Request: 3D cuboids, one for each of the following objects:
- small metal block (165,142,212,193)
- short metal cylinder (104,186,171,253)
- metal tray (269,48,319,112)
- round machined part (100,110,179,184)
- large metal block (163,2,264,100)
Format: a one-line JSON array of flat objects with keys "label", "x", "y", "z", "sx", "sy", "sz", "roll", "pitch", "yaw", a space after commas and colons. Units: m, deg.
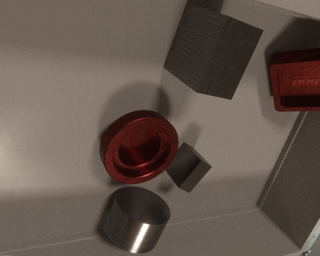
[{"label": "small metal block", "x": 0.039, "y": 0.057, "z": 0.451, "sx": 0.025, "sy": 0.050, "sz": 0.050, "roll": 33, "pitch": 100, "yaw": -39}, {"label": "short metal cylinder", "x": -0.032, "y": 0.127, "z": 0.436, "sx": 0.081, "sy": 0.080, "sz": 0.050, "roll": 10, "pitch": 113, "yaw": -33}, {"label": "metal tray", "x": 0.228, "y": -0.067, "z": 0.436, "sx": 0.030, "sy": 0.130, "sz": 0.090, "roll": -65, "pitch": 143, "yaw": -39}, {"label": "round machined part", "x": -0.029, "y": 0.020, "z": 0.396, "sx": 0.099, "sy": 0.042, "sz": 0.097, "roll": -14, "pitch": 125, "yaw": -21}, {"label": "large metal block", "x": 0.055, "y": -0.088, "z": 0.351, "sx": 0.050, "sy": 0.080, "sz": 0.079, "roll": 7, "pitch": 115, "yaw": -32}]
